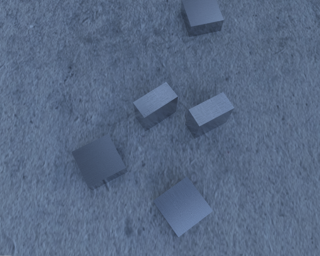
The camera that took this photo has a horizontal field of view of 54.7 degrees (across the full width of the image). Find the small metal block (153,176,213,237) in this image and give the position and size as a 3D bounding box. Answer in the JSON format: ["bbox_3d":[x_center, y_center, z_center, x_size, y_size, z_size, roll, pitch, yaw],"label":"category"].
[{"bbox_3d":[0.027,0.095,0.374,0.050,0.025,0.050,-34,74,-12],"label":"small metal block"}]

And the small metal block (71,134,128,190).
[{"bbox_3d":[-0.075,0.043,0.391,0.050,0.025,0.050,-27,73,-10],"label":"small metal block"}]

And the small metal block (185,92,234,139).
[{"bbox_3d":[0.063,-0.015,0.401,0.050,0.050,0.025,-27,73,-10],"label":"small metal block"}]

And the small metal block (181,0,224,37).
[{"bbox_3d":[0.063,-0.171,0.472,0.050,0.025,0.050,-13,71,-5],"label":"small metal block"}]

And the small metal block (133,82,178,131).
[{"bbox_3d":[-0.006,-0.027,0.405,0.050,0.050,0.025,-33,74,-12],"label":"small metal block"}]
